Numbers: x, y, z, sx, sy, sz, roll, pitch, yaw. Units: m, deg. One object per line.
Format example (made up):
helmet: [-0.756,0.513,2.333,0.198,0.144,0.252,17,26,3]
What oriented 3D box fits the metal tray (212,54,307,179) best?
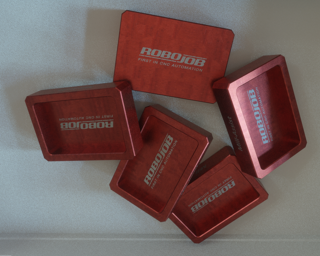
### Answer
metal tray: [0.127,-0.014,0.385,0.091,0.030,0.129,-30,110,-18]

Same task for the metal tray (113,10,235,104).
metal tray: [0.014,-0.086,0.377,0.131,0.030,0.089,9,110,-4]

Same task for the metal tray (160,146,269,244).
metal tray: [0.075,0.098,0.445,0.130,0.030,0.090,-38,106,12]

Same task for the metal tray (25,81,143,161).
metal tray: [-0.094,-0.006,0.385,0.130,0.030,0.089,-3,111,19]

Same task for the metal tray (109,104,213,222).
metal tray: [-0.001,0.045,0.405,0.090,0.030,0.129,30,107,13]
